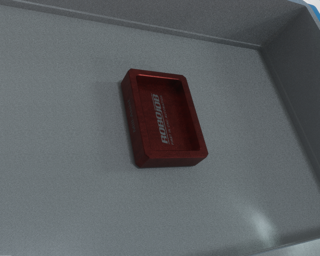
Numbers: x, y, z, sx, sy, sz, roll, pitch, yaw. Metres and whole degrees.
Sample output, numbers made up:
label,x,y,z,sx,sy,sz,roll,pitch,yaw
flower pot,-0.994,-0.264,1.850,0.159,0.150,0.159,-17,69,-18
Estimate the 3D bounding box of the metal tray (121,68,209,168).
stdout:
label,x,y,z,sx,sy,sz,roll,pitch,yaw
metal tray,0.004,-0.014,0.411,0.091,0.030,0.130,2,61,-28
